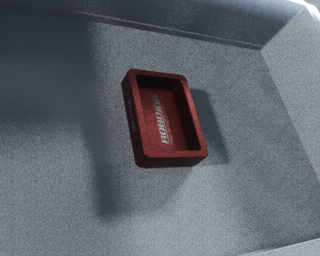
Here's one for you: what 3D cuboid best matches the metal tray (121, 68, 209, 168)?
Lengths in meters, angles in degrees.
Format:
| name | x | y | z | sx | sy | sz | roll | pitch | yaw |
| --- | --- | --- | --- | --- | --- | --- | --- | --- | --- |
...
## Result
| name | x | y | z | sx | sy | sz | roll | pitch | yaw |
| --- | --- | --- | --- | --- | --- | --- | --- | --- | --- |
| metal tray | 0.004 | -0.014 | 0.411 | 0.091 | 0.030 | 0.130 | 2 | 61 | -28 |
